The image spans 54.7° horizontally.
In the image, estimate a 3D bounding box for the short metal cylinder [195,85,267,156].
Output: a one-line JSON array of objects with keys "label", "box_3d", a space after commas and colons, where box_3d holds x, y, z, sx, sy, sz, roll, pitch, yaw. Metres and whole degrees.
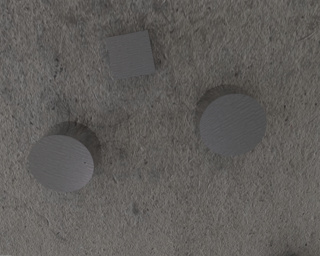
[{"label": "short metal cylinder", "box_3d": [0.087, -0.011, 0.393, 0.081, 0.050, 0.079, 0, 110, 0]}]

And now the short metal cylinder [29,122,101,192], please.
[{"label": "short metal cylinder", "box_3d": [-0.123, 0.037, 0.409, 0.081, 0.050, 0.079, 0, 110, 0]}]

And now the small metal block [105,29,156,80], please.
[{"label": "small metal block", "box_3d": [-0.034, -0.090, 0.376, 0.050, 0.025, 0.050, -10, 110, 3]}]

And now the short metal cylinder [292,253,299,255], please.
[{"label": "short metal cylinder", "box_3d": [0.210, 0.241, 0.471, 0.050, 0.080, 0.080, -30, 108, 10]}]
